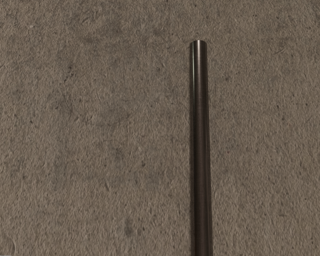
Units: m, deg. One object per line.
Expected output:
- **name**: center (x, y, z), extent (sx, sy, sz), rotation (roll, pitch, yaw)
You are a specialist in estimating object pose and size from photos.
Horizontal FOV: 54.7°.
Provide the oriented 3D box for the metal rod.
- **metal rod**: center (0.052, 0.019, 0.401), extent (0.025, 0.025, 0.299), rotation (2, 70, 0)
